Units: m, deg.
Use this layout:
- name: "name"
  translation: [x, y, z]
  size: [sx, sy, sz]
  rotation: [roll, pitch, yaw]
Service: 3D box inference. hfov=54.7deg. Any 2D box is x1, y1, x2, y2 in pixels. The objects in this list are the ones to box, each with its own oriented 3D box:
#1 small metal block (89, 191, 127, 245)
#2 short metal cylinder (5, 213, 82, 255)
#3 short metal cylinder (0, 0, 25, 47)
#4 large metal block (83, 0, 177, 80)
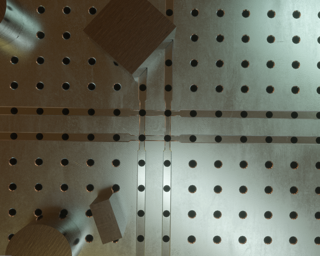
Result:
- name: "small metal block"
  translation: [-0.066, 0.114, 0.400]
  size: [0.025, 0.050, 0.050]
  rotation: [-19, 90, 0]
- name: "short metal cylinder"
  translation: [-0.147, 0.156, 0.399]
  size: [0.081, 0.050, 0.079]
  rotation: [0, 90, -1]
- name: "short metal cylinder"
  translation: [-0.226, -0.150, 0.398]
  size: [0.081, 0.050, 0.079]
  rotation: [0, 90, -1]
- name: "large metal block"
  translation: [-0.037, -0.121, 0.400]
  size: [0.080, 0.050, 0.080]
  rotation: [42, 90, -1]
